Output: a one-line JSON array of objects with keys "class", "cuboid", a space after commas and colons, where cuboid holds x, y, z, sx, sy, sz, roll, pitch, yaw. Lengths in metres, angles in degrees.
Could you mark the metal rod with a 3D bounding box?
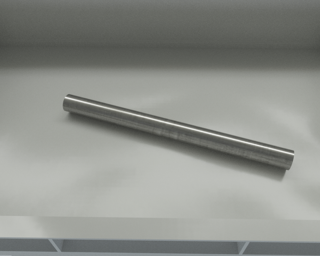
[{"class": "metal rod", "cuboid": [0.014, 0.002, 0.402, 0.301, 0.025, 0.025, 15, 52, 12]}]
